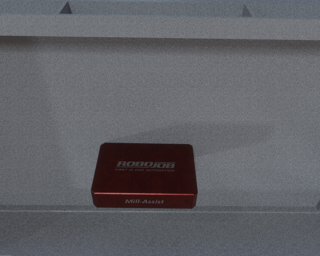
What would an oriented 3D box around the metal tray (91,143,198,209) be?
[{"bbox_3d":[-0.019,0.062,0.418,0.131,0.090,0.030,1,130,-1],"label":"metal tray"}]
